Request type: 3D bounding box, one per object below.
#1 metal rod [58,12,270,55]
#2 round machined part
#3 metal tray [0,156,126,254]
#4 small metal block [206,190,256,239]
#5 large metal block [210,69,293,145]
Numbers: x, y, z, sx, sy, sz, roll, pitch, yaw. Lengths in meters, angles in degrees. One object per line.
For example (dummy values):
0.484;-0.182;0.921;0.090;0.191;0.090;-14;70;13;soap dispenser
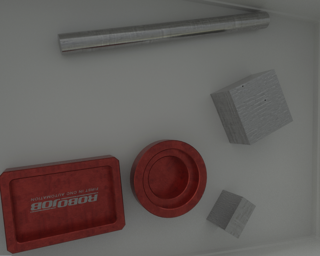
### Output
0.020;-0.131;0.418;0.302;0.025;0.025;-13;95;-20;metal rod
0.008;0.064;0.406;0.099;0.042;0.097;0;90;-21;round machined part
-0.112;0.085;0.367;0.131;0.030;0.089;-6;92;-20;metal tray
0.099;0.119;0.436;0.025;0.050;0.050;36;78;-17;small metal block
0.132;-0.030;0.448;0.081;0.050;0.080;-26;99;-18;large metal block
